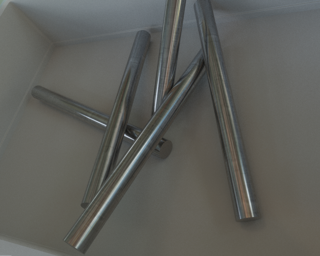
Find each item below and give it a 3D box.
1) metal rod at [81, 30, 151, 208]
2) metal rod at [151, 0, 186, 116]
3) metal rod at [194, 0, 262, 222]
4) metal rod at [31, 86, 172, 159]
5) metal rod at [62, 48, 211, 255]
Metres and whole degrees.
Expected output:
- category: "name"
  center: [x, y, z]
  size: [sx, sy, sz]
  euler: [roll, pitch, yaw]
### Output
- category: "metal rod"
  center: [-0.050, -0.033, 0.422]
  size: [0.025, 0.025, 0.300]
  euler: [-8, 50, 24]
- category: "metal rod"
  center: [0.020, -0.158, 0.385]
  size: [0.025, 0.025, 0.298]
  euler: [16, 105, 34]
- category: "metal rod"
  center: [0.074, -0.042, 0.373]
  size: [0.025, 0.025, 0.299]
  euler: [-16, 61, 19]
- category: "metal rod"
  center: [-0.106, -0.019, 0.470]
  size: [0.300, 0.025, 0.025]
  euler: [22, 73, 35]
- category: "metal rod"
  center: [-0.007, 0.004, 0.364]
  size: [0.025, 0.025, 0.301]
  euler: [14, 56, 33]
